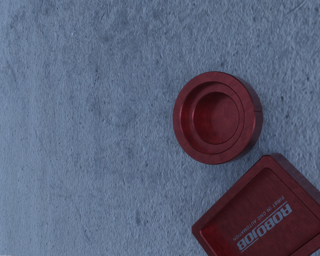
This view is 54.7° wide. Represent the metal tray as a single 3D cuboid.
[{"bbox_3d":[0.102,0.100,0.316,0.090,0.030,0.129,51,120,27],"label":"metal tray"}]

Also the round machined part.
[{"bbox_3d":[0.065,-0.010,0.339,0.098,0.042,0.097,0,90,39],"label":"round machined part"}]
